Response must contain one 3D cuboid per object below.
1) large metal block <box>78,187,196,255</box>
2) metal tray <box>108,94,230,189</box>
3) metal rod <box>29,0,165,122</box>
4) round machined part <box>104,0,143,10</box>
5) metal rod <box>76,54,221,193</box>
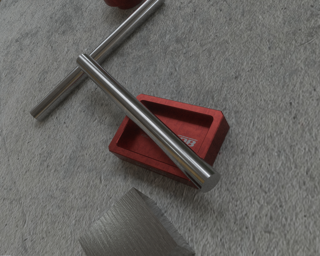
[{"bbox_3d":[-0.025,0.124,0.324,0.080,0.050,0.080,-44,51,-3],"label":"large metal block"},{"bbox_3d":[0.009,0.011,0.387,0.130,0.030,0.090,16,70,34],"label":"metal tray"},{"bbox_3d":[-0.105,-0.125,0.533,0.300,0.025,0.025,-45,51,-4],"label":"metal rod"},{"bbox_3d":[-0.062,-0.265,0.586,0.098,0.042,0.098,-13,56,20],"label":"round machined part"},{"bbox_3d":[-0.035,-0.026,0.397,0.025,0.025,0.300,-45,51,-3],"label":"metal rod"}]
